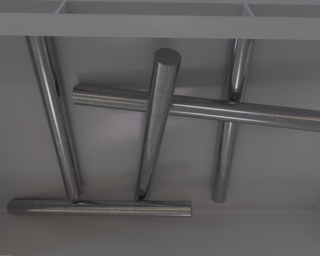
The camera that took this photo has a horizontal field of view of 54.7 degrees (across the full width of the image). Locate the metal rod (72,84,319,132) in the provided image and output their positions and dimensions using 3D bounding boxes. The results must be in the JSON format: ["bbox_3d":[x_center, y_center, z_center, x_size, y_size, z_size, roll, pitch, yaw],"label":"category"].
[{"bbox_3d":[0.048,-0.023,0.362,0.302,0.025,0.025,7,130,4],"label":"metal rod"}]

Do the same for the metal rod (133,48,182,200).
[{"bbox_3d":[-0.012,0.028,0.395,0.025,0.025,0.298,6,141,-5],"label":"metal rod"}]

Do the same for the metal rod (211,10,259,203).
[{"bbox_3d":[0.091,-0.001,0.408,0.025,0.025,0.298,-1,130,1],"label":"metal rod"}]

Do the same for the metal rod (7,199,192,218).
[{"bbox_3d":[-0.101,0.126,0.489,0.301,0.025,0.025,-2,131,12],"label":"metal rod"}]

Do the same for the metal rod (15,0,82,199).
[{"bbox_3d":[-0.132,-0.011,0.398,0.025,0.025,0.298,1,130,-1],"label":"metal rod"}]
